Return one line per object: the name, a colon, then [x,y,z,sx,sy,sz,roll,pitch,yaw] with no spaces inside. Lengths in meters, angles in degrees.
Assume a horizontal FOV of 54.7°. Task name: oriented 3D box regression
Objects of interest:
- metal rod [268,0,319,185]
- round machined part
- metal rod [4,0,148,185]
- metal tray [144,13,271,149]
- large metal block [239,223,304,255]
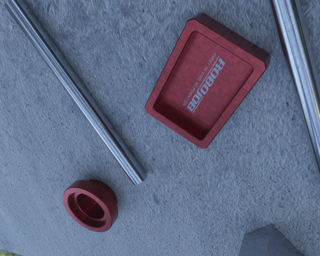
metal rod: [0.149,-0.031,0.309,0.025,0.025,0.299,-12,113,33]
round machined part: [-0.114,0.128,0.532,0.098,0.042,0.097,13,124,20]
metal rod: [-0.110,-0.043,0.436,0.025,0.025,0.299,-24,106,36]
metal tray: [0.047,-0.047,0.348,0.090,0.030,0.129,34,129,5]
large metal block: [0.150,0.190,0.410,0.080,0.080,0.050,45,129,-4]
